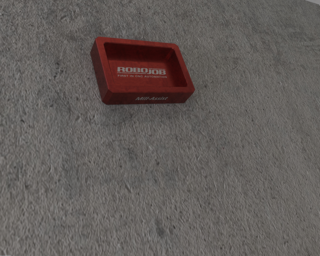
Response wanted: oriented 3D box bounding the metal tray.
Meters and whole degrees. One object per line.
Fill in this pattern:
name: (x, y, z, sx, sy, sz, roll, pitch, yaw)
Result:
metal tray: (-0.023, -0.079, 0.435, 0.131, 0.030, 0.090, -4, 64, -30)
